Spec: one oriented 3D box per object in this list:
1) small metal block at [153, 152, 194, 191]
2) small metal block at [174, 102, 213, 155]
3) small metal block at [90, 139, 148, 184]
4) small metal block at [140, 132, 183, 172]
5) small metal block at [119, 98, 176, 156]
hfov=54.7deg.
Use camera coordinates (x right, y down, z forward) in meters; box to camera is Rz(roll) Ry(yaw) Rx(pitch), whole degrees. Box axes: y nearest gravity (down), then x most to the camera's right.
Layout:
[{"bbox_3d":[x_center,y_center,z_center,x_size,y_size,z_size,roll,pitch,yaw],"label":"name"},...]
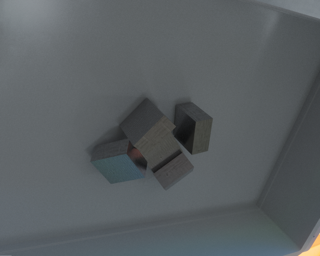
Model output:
[{"bbox_3d":[0.020,0.063,0.442,0.050,0.025,0.050,-36,166,-5],"label":"small metal block"},{"bbox_3d":[0.043,0.000,0.415,0.025,0.050,0.050,-12,123,-24],"label":"small metal block"},{"bbox_3d":[-0.051,0.043,0.392,0.050,0.025,0.050,-14,133,20],"label":"small metal block"},{"bbox_3d":[-0.004,0.026,0.421,0.050,0.025,0.050,-36,130,-4],"label":"small metal block"},{"bbox_3d":[-0.016,-0.002,0.381,0.050,0.050,0.025,-45,129,3],"label":"small metal block"}]
